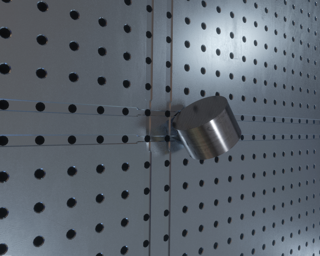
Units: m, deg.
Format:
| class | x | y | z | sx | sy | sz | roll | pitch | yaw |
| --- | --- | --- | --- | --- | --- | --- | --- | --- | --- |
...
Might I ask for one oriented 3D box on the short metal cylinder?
| class | x | y | z | sx | sy | sz | roll | pitch | yaw |
| --- | --- | --- | --- | --- | --- | --- | --- | --- | --- |
| short metal cylinder | 0.064 | -0.001 | 0.426 | 0.080 | 0.080 | 0.050 | -44 | 117 | -31 |
